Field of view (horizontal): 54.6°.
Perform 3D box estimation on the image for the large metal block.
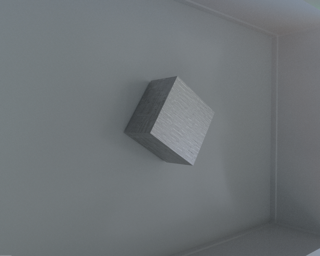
[{"bbox_3d":[0.015,-0.008,0.397,0.080,0.050,0.080,39,66,-34],"label":"large metal block"}]
